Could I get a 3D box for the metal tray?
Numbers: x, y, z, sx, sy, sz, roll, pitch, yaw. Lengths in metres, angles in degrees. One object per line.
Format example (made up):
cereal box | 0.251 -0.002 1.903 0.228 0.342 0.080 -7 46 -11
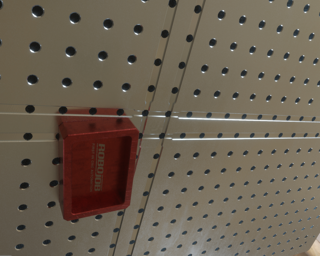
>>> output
metal tray | -0.080 0.054 0.398 0.091 0.030 0.129 -6 121 -26
